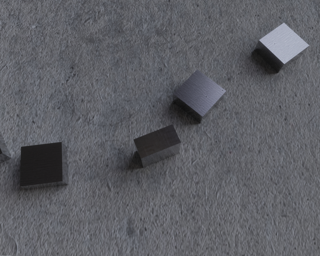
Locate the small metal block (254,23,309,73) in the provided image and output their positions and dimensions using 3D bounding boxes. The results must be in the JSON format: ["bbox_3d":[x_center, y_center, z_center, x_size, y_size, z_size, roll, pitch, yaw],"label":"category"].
[{"bbox_3d":[0.177,-0.117,0.452,0.050,0.025,0.050,-36,74,-12],"label":"small metal block"}]

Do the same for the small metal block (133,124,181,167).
[{"bbox_3d":[-0.003,0.024,0.386,0.050,0.050,0.025,-21,72,-8],"label":"small metal block"}]

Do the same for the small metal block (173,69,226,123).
[{"bbox_3d":[0.053,-0.043,0.424,0.050,0.025,0.050,40,75,13],"label":"small metal block"}]

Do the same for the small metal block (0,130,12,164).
[{"bbox_3d":[-0.229,0.026,0.397,0.050,0.025,0.050,-28,73,-10],"label":"small metal block"}]

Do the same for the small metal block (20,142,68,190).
[{"bbox_3d":[-0.145,0.048,0.389,0.050,0.025,0.050,-7,70,-3],"label":"small metal block"}]
